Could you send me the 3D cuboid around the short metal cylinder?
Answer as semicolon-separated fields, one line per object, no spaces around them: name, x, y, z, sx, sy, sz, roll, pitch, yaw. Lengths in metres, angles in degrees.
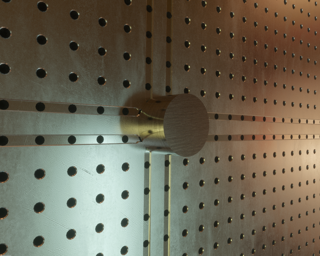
short metal cylinder;0.019;-0.004;0.407;0.081;0.050;0.080;0;90;-40
